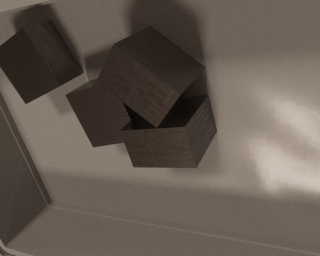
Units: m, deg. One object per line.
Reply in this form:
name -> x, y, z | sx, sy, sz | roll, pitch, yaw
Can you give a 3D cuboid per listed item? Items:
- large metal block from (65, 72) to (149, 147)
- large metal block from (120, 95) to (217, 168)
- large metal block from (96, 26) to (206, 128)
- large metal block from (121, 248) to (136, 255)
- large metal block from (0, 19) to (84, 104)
large metal block -> -0.062, -0.026, 0.408 | 0.080, 0.050, 0.080 | -10, 114, 32
large metal block -> 0.013, 0.004, 0.367 | 0.080, 0.080, 0.050 | -3, 117, 29
large metal block -> -0.007, -0.059, 0.339 | 0.080, 0.080, 0.050 | 38, 129, 2
large metal block -> -0.060, 0.297, 0.608 | 0.080, 0.050, 0.079 | 34, 129, 5
large metal block -> -0.166, -0.089, 0.423 | 0.080, 0.050, 0.080 | -18, 109, 34
